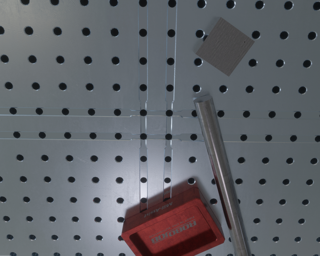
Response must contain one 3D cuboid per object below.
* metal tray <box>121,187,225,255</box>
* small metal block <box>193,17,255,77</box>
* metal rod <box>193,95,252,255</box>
[{"bbox_3d":[0.020,0.157,0.468,0.130,0.030,0.090,-28,108,9],"label":"metal tray"},{"bbox_3d":[0.077,-0.099,0.378,0.050,0.025,0.050,32,107,-11],"label":"small metal block"},{"bbox_3d":[0.098,0.096,0.449,0.025,0.025,0.298,-16,110,5],"label":"metal rod"}]
